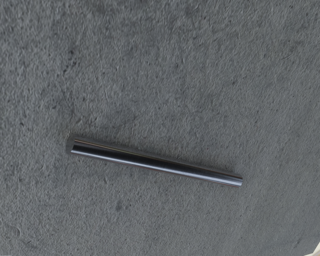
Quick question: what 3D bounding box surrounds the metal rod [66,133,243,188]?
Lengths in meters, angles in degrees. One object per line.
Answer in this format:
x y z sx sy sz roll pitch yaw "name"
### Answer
0.014 0.054 0.446 0.302 0.025 0.025 17 109 -35 "metal rod"
